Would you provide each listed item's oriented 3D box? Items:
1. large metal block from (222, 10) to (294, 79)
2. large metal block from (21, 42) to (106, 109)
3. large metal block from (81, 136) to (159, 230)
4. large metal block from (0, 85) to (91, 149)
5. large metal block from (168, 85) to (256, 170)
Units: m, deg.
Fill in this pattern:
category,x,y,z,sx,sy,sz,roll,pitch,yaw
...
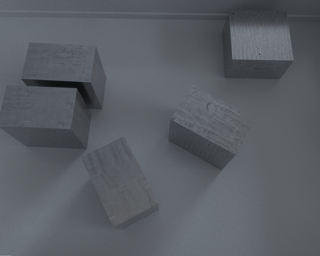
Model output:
category,x,y,z,sx,sy,sz,roll,pitch,yaw
large metal block,0.135,-0.118,0.441,0.081,0.050,0.080,1,70,0
large metal block,-0.119,-0.065,0.403,0.081,0.080,0.050,3,70,1
large metal block,-0.042,0.066,0.356,0.050,0.080,0.080,-27,73,-9
large metal block,-0.136,-0.010,0.383,0.081,0.080,0.050,3,70,0
large metal block,0.059,0.003,0.380,0.080,0.080,0.050,29,73,10
